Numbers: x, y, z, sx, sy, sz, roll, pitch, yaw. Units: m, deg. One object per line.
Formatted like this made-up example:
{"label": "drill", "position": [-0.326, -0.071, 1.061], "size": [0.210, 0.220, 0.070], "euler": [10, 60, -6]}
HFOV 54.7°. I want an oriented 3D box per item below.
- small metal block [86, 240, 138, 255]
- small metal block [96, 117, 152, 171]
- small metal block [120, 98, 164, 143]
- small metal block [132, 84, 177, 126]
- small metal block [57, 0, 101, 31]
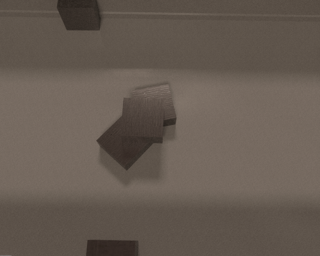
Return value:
{"label": "small metal block", "position": [-0.051, 0.138, 0.345], "size": [0.050, 0.050, 0.025], "euler": [1, 70, 0]}
{"label": "small metal block", "position": [-0.045, 0.018, 0.402], "size": [0.050, 0.025, 0.050], "euler": [40, 75, 13]}
{"label": "small metal block", "position": [-0.021, -0.009, 0.386], "size": [0.050, 0.025, 0.050], "euler": [2, 70, 0]}
{"label": "small metal block", "position": [-0.008, -0.027, 0.420], "size": [0.050, 0.025, 0.050], "euler": [-11, 70, -5]}
{"label": "small metal block", "position": [-0.118, -0.170, 0.457], "size": [0.050, 0.050, 0.025], "euler": [0, 70, 0]}
